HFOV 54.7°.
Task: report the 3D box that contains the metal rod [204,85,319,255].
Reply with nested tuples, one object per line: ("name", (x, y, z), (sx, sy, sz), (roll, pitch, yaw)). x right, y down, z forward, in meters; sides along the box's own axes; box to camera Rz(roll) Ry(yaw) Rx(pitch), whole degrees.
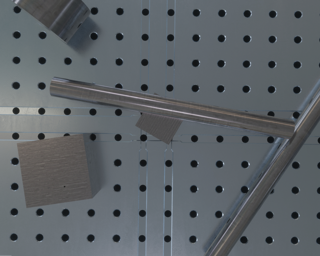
("metal rod", (0.154, 0.055, 0.414), (0.025, 0.025, 0.299), (34, 90, 0))

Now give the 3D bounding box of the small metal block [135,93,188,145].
("small metal block", (0.002, -0.012, 0.413), (0.050, 0.025, 0.050), (30, 90, 0))

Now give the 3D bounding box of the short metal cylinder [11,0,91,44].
("short metal cylinder", (-0.134, -0.151, 0.385), (0.080, 0.080, 0.050), (37, 90, 0))

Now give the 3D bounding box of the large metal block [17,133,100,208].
("large metal block", (-0.128, 0.052, 0.400), (0.080, 0.050, 0.080), (-8, 90, 0))

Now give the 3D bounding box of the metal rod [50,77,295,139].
("metal rod", (0.016, -0.025, 0.388), (0.302, 0.025, 0.025), (10, 90, -1))
